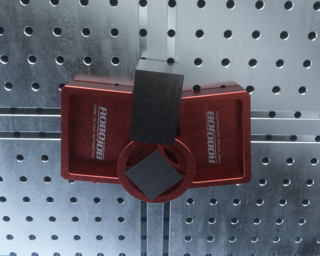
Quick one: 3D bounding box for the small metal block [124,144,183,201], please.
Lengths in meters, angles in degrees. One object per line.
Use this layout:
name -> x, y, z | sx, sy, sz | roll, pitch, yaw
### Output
small metal block -> -0.007, 0.053, 0.384 | 0.050, 0.025, 0.050 | -37, 106, 12

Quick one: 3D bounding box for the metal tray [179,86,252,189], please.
metal tray -> 0.072, 0.014, 0.412 | 0.091, 0.030, 0.129 | -6, 110, 2

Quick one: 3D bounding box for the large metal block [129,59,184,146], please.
large metal block -> -0.005, -0.034, 0.367 | 0.050, 0.080, 0.079 | 6, 110, -2

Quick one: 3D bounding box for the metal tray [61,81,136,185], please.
metal tray -> -0.081, 0.008, 0.409 | 0.091, 0.030, 0.129 | 6, 110, -3

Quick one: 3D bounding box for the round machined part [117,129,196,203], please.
round machined part -> -0.004, 0.046, 0.407 | 0.099, 0.042, 0.097 | 0, 110, 0
